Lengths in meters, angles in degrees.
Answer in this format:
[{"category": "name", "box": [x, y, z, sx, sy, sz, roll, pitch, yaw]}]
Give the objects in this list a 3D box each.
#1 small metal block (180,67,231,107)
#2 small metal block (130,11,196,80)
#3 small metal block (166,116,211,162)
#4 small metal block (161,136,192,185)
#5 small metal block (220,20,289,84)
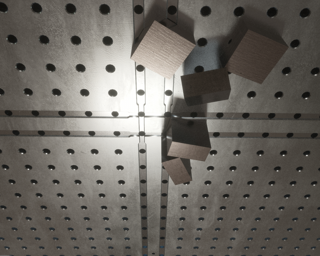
[{"category": "small metal block", "box": [0.053, -0.046, 0.356, 0.050, 0.025, 0.050, -10, 172, 8]}, {"category": "small metal block", "box": [0.003, -0.088, 0.337, 0.050, 0.025, 0.050, 25, 126, -21]}, {"category": "small metal block", "box": [0.036, 0.014, 0.408, 0.050, 0.050, 0.025, 10, 129, -9]}, {"category": "small metal block", "box": [0.023, 0.043, 0.432, 0.025, 0.050, 0.050, -18, 128, 14]}, {"category": "small metal block", "box": [0.103, -0.083, 0.343, 0.050, 0.025, 0.050, 18, 128, -15]}]
